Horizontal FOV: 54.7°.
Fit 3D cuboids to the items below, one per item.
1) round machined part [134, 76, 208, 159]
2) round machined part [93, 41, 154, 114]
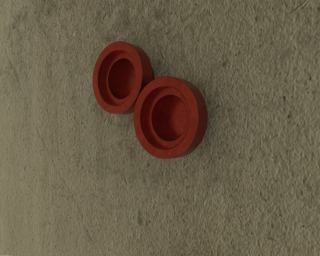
[{"bbox_3d":[0.017,-0.012,0.380,0.098,0.042,0.097,0,90,40],"label":"round machined part"},{"bbox_3d":[-0.047,-0.068,0.433,0.098,0.042,0.097,0,90,40],"label":"round machined part"}]
